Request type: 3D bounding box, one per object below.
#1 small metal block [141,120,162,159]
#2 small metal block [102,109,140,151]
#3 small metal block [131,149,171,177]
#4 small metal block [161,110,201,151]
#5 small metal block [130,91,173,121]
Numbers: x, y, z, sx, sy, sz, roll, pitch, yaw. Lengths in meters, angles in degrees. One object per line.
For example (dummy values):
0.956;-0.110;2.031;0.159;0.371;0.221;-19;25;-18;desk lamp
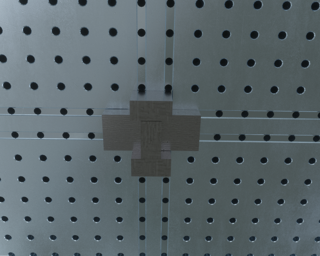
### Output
-0.011;0.007;0.402;0.025;0.050;0.050;1;110;-1;small metal block
-0.049;0.002;0.413;0.050;0.025;0.050;0;110;-1;small metal block
-0.011;0.042;0.415;0.050;0.050;0.025;1;110;-1;small metal block
0.027;0.003;0.414;0.050;0.025;0.050;1;110;-1;small metal block
-0.011;-0.029;0.389;0.050;0.050;0.025;1;110;-1;small metal block
